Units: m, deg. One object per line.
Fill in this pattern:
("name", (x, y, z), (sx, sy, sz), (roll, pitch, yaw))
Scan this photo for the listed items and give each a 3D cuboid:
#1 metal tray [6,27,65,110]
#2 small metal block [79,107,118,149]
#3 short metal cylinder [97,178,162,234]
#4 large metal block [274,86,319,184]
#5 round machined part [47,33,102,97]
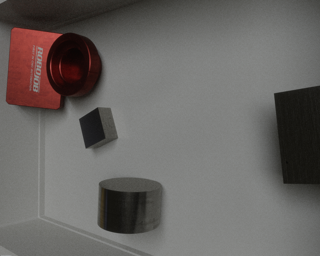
("metal tray", (-0.211, -0.101, 0.538), (0.091, 0.030, 0.129), (7, 96, -6))
("small metal block", (-0.097, 0.000, 0.484), (0.050, 0.025, 0.050), (-26, 74, 36))
("short metal cylinder", (-0.039, 0.097, 0.401), (0.080, 0.081, 0.050), (5, 93, 39))
("large metal block", (0.151, 0.005, 0.265), (0.080, 0.050, 0.080), (-8, 85, 39))
("round machined part", (-0.133, -0.099, 0.497), (0.098, 0.042, 0.097), (1, 92, 32))
